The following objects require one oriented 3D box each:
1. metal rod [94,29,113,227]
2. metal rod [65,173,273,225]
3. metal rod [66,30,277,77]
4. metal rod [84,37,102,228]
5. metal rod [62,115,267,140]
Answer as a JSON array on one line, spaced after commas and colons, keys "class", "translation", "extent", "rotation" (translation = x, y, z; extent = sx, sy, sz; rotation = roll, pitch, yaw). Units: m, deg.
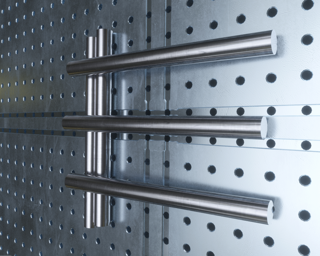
[{"class": "metal rod", "translation": [-0.088, 0.000, 0.478], "extent": [0.025, 0.025, 0.298], "rotation": [1, 91, 39]}, {"class": "metal rod", "translation": [-0.013, 0.084, 0.399], "extent": [0.300, 0.025, 0.025], "rotation": [1, 91, 33]}, {"class": "metal rod", "translation": [-0.010, -0.089, 0.396], "extent": [0.300, 0.025, 0.025], "rotation": [1, 91, 33]}, {"class": "metal rod", "translation": [-0.107, 0.007, 0.494], "extent": [0.025, 0.025, 0.298], "rotation": [1, 91, 39]}, {"class": "metal rod", "translation": [-0.018, -0.004, 0.402], "extent": [0.300, 0.025, 0.025], "rotation": [2, 91, 33]}]
